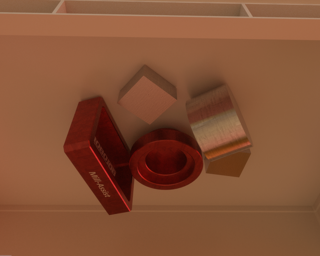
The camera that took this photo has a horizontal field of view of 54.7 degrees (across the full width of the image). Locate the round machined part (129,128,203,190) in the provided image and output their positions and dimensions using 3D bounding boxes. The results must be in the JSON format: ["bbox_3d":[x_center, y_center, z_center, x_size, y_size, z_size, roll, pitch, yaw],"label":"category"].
[{"bbox_3d":[0.008,0.038,0.427,0.099,0.042,0.097,-1,130,0],"label":"round machined part"}]

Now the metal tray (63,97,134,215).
[{"bbox_3d":[-0.069,0.037,0.395,0.030,0.090,0.129,-13,129,11],"label":"metal tray"}]

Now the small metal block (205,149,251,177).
[{"bbox_3d":[0.095,0.042,0.444,0.050,0.025,0.050,8,129,-6],"label":"small metal block"}]

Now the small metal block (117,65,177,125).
[{"bbox_3d":[-0.015,-0.039,0.373,0.050,0.025,0.050,34,123,-24],"label":"small metal block"}]

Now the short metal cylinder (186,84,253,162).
[{"bbox_3d":[0.071,-0.006,0.367,0.050,0.080,0.080,-23,127,18],"label":"short metal cylinder"}]
